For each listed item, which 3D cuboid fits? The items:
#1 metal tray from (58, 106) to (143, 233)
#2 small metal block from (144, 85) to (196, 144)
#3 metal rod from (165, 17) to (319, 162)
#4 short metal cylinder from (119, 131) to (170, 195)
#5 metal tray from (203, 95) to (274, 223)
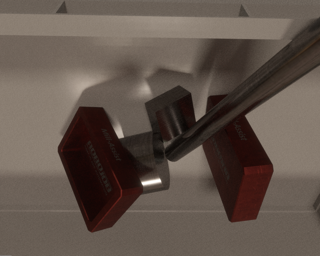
[{"bbox_3d":[-0.079,0.048,0.382,0.030,0.130,0.089,-1,139,-43],"label":"metal tray"},{"bbox_3d":[0.014,-0.017,0.380,0.050,0.025,0.050,-30,131,-17],"label":"small metal block"},{"bbox_3d":[0.065,-0.015,0.307,0.025,0.025,0.299,16,156,-13],"label":"metal rod"},{"bbox_3d":[-0.022,0.047,0.413,0.050,0.080,0.080,-13,129,11],"label":"short metal cylinder"},{"bbox_3d":[0.084,0.031,0.366,0.030,0.130,0.089,-5,131,-6],"label":"metal tray"}]
